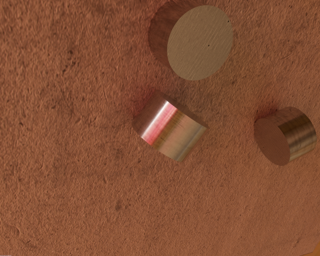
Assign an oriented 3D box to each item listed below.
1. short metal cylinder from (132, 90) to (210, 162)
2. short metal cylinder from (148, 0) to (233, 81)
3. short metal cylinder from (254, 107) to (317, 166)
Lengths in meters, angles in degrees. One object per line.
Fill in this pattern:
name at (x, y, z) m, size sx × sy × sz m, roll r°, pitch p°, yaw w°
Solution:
short metal cylinder at (0.013, -0.003, 0.376) m, size 0.080 × 0.080 × 0.050 m, roll 28°, pitch 103°, yaw -38°
short metal cylinder at (0.033, -0.100, 0.347) m, size 0.081 × 0.050 × 0.079 m, roll -14°, pitch 124°, yaw -21°
short metal cylinder at (0.194, 0.013, 0.485) m, size 0.050 × 0.080 × 0.080 m, roll -23°, pitch 127°, yaw -14°
